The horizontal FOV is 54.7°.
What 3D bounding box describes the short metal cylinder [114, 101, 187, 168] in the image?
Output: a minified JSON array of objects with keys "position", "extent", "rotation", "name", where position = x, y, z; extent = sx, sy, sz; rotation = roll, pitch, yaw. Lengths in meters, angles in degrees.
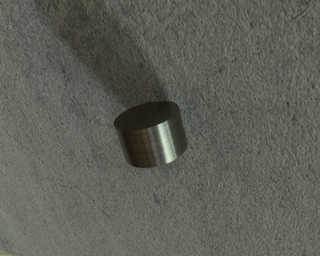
[{"position":[-0.011,0.006,0.381],"extent":[0.080,0.080,0.050],"rotation":[-1,118,28],"name":"short metal cylinder"}]
